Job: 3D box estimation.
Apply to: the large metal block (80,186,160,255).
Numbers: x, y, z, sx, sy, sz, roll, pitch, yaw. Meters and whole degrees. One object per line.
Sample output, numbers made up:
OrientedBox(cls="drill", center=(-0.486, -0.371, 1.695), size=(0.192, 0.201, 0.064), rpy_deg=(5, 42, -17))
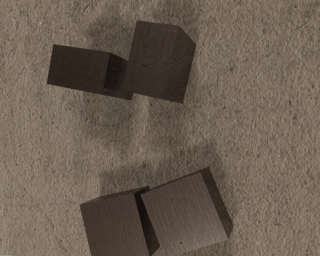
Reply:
OrientedBox(cls="large metal block", center=(-0.050, 0.128, 0.412), size=(0.080, 0.050, 0.080), rpy_deg=(-16, 85, 19))

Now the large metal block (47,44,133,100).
OrientedBox(cls="large metal block", center=(-0.086, -0.071, 0.409), size=(0.080, 0.080, 0.050), rpy_deg=(13, 94, 19))

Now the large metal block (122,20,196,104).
OrientedBox(cls="large metal block", center=(0.002, -0.076, 0.378), size=(0.050, 0.080, 0.079), rpy_deg=(14, 95, 19))

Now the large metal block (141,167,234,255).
OrientedBox(cls="large metal block", center=(0.034, 0.102, 0.383), size=(0.080, 0.050, 0.080), rpy_deg=(-24, 82, 18))
